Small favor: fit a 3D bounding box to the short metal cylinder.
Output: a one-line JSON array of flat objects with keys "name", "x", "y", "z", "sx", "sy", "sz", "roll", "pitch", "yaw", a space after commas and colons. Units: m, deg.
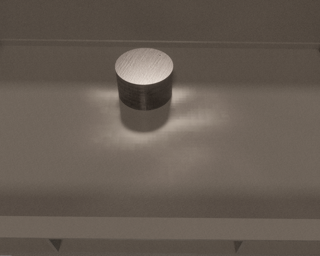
[{"name": "short metal cylinder", "x": -0.022, "y": -0.071, "z": 0.449, "sx": 0.081, "sy": 0.050, "sz": 0.080, "roll": 0, "pitch": 50, "yaw": 0}]
